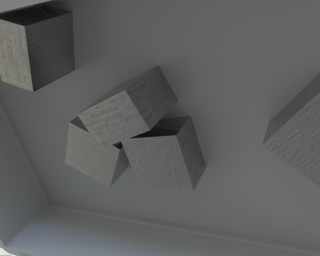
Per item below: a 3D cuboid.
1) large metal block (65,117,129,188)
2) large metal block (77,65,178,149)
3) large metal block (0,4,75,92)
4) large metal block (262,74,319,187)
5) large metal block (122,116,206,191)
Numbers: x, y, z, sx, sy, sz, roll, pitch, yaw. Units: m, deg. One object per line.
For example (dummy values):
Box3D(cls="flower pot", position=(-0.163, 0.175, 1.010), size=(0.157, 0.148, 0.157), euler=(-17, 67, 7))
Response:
Box3D(cls="large metal block", position=(-0.087, 0.028, 0.454), size=(0.080, 0.050, 0.079), euler=(27, 128, 10))
Box3D(cls="large metal block", position=(-0.037, -0.026, 0.375), size=(0.080, 0.080, 0.050), euler=(-21, 107, 35))
Box3D(cls="large metal block", position=(-0.154, -0.103, 0.389), size=(0.050, 0.080, 0.079), euler=(19, 126, 16))
Box3D(cls="large metal block", position=(0.165, 0.004, 0.308), size=(0.080, 0.050, 0.080), euler=(37, 129, 3))
Box3D(cls="large metal block", position=(0.006, 0.034, 0.409), size=(0.080, 0.050, 0.080), euler=(-5, 116, 30))
